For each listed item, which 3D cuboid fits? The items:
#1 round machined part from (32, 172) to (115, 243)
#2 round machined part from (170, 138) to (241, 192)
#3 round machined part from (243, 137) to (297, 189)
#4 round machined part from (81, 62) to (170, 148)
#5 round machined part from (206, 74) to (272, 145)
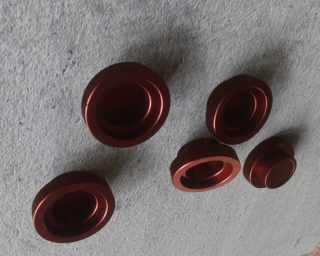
[{"bbox_3d":[-0.110,0.095,0.394,0.099,0.042,0.097,-14,124,-21],"label":"round machined part"},{"bbox_3d":[0.062,0.051,0.446,0.099,0.042,0.097,-8,142,-6],"label":"round machined part"},{"bbox_3d":[0.200,0.069,0.547,0.099,0.042,0.097,-14,124,-21],"label":"round machined part"},{"bbox_3d":[-0.041,-0.029,0.355,0.099,0.042,0.097,-14,124,-21],"label":"round machined part"},{"bbox_3d":[0.105,-0.029,0.433,0.099,0.042,0.097,-14,122,-23],"label":"round machined part"}]
